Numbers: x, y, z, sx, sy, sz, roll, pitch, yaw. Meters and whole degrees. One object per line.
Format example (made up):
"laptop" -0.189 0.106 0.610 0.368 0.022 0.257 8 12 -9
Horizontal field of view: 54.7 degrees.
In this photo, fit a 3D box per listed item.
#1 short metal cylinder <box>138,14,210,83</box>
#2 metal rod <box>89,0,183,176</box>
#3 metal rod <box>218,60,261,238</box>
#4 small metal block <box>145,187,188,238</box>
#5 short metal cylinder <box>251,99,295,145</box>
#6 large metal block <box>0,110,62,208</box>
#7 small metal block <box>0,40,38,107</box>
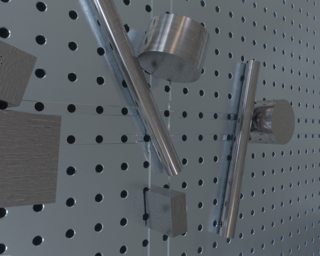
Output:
"short metal cylinder" 0.018 -0.097 0.388 0.080 0.080 0.050 27 73 -37
"metal rod" -0.036 -0.072 0.378 0.025 0.025 0.299 -36 112 -34
"metal rod" 0.136 0.030 0.522 0.025 0.025 0.299 19 78 -39
"small metal block" 0.008 0.107 0.399 0.025 0.050 0.050 -6 94 -40
"short metal cylinder" 0.200 -0.011 0.560 0.081 0.050 0.080 0 90 -40
"large metal block" -0.140 0.025 0.276 0.081 0.050 0.080 5 87 -40
"small metal block" -0.149 -0.052 0.284 0.050 0.025 0.050 24 75 -38
